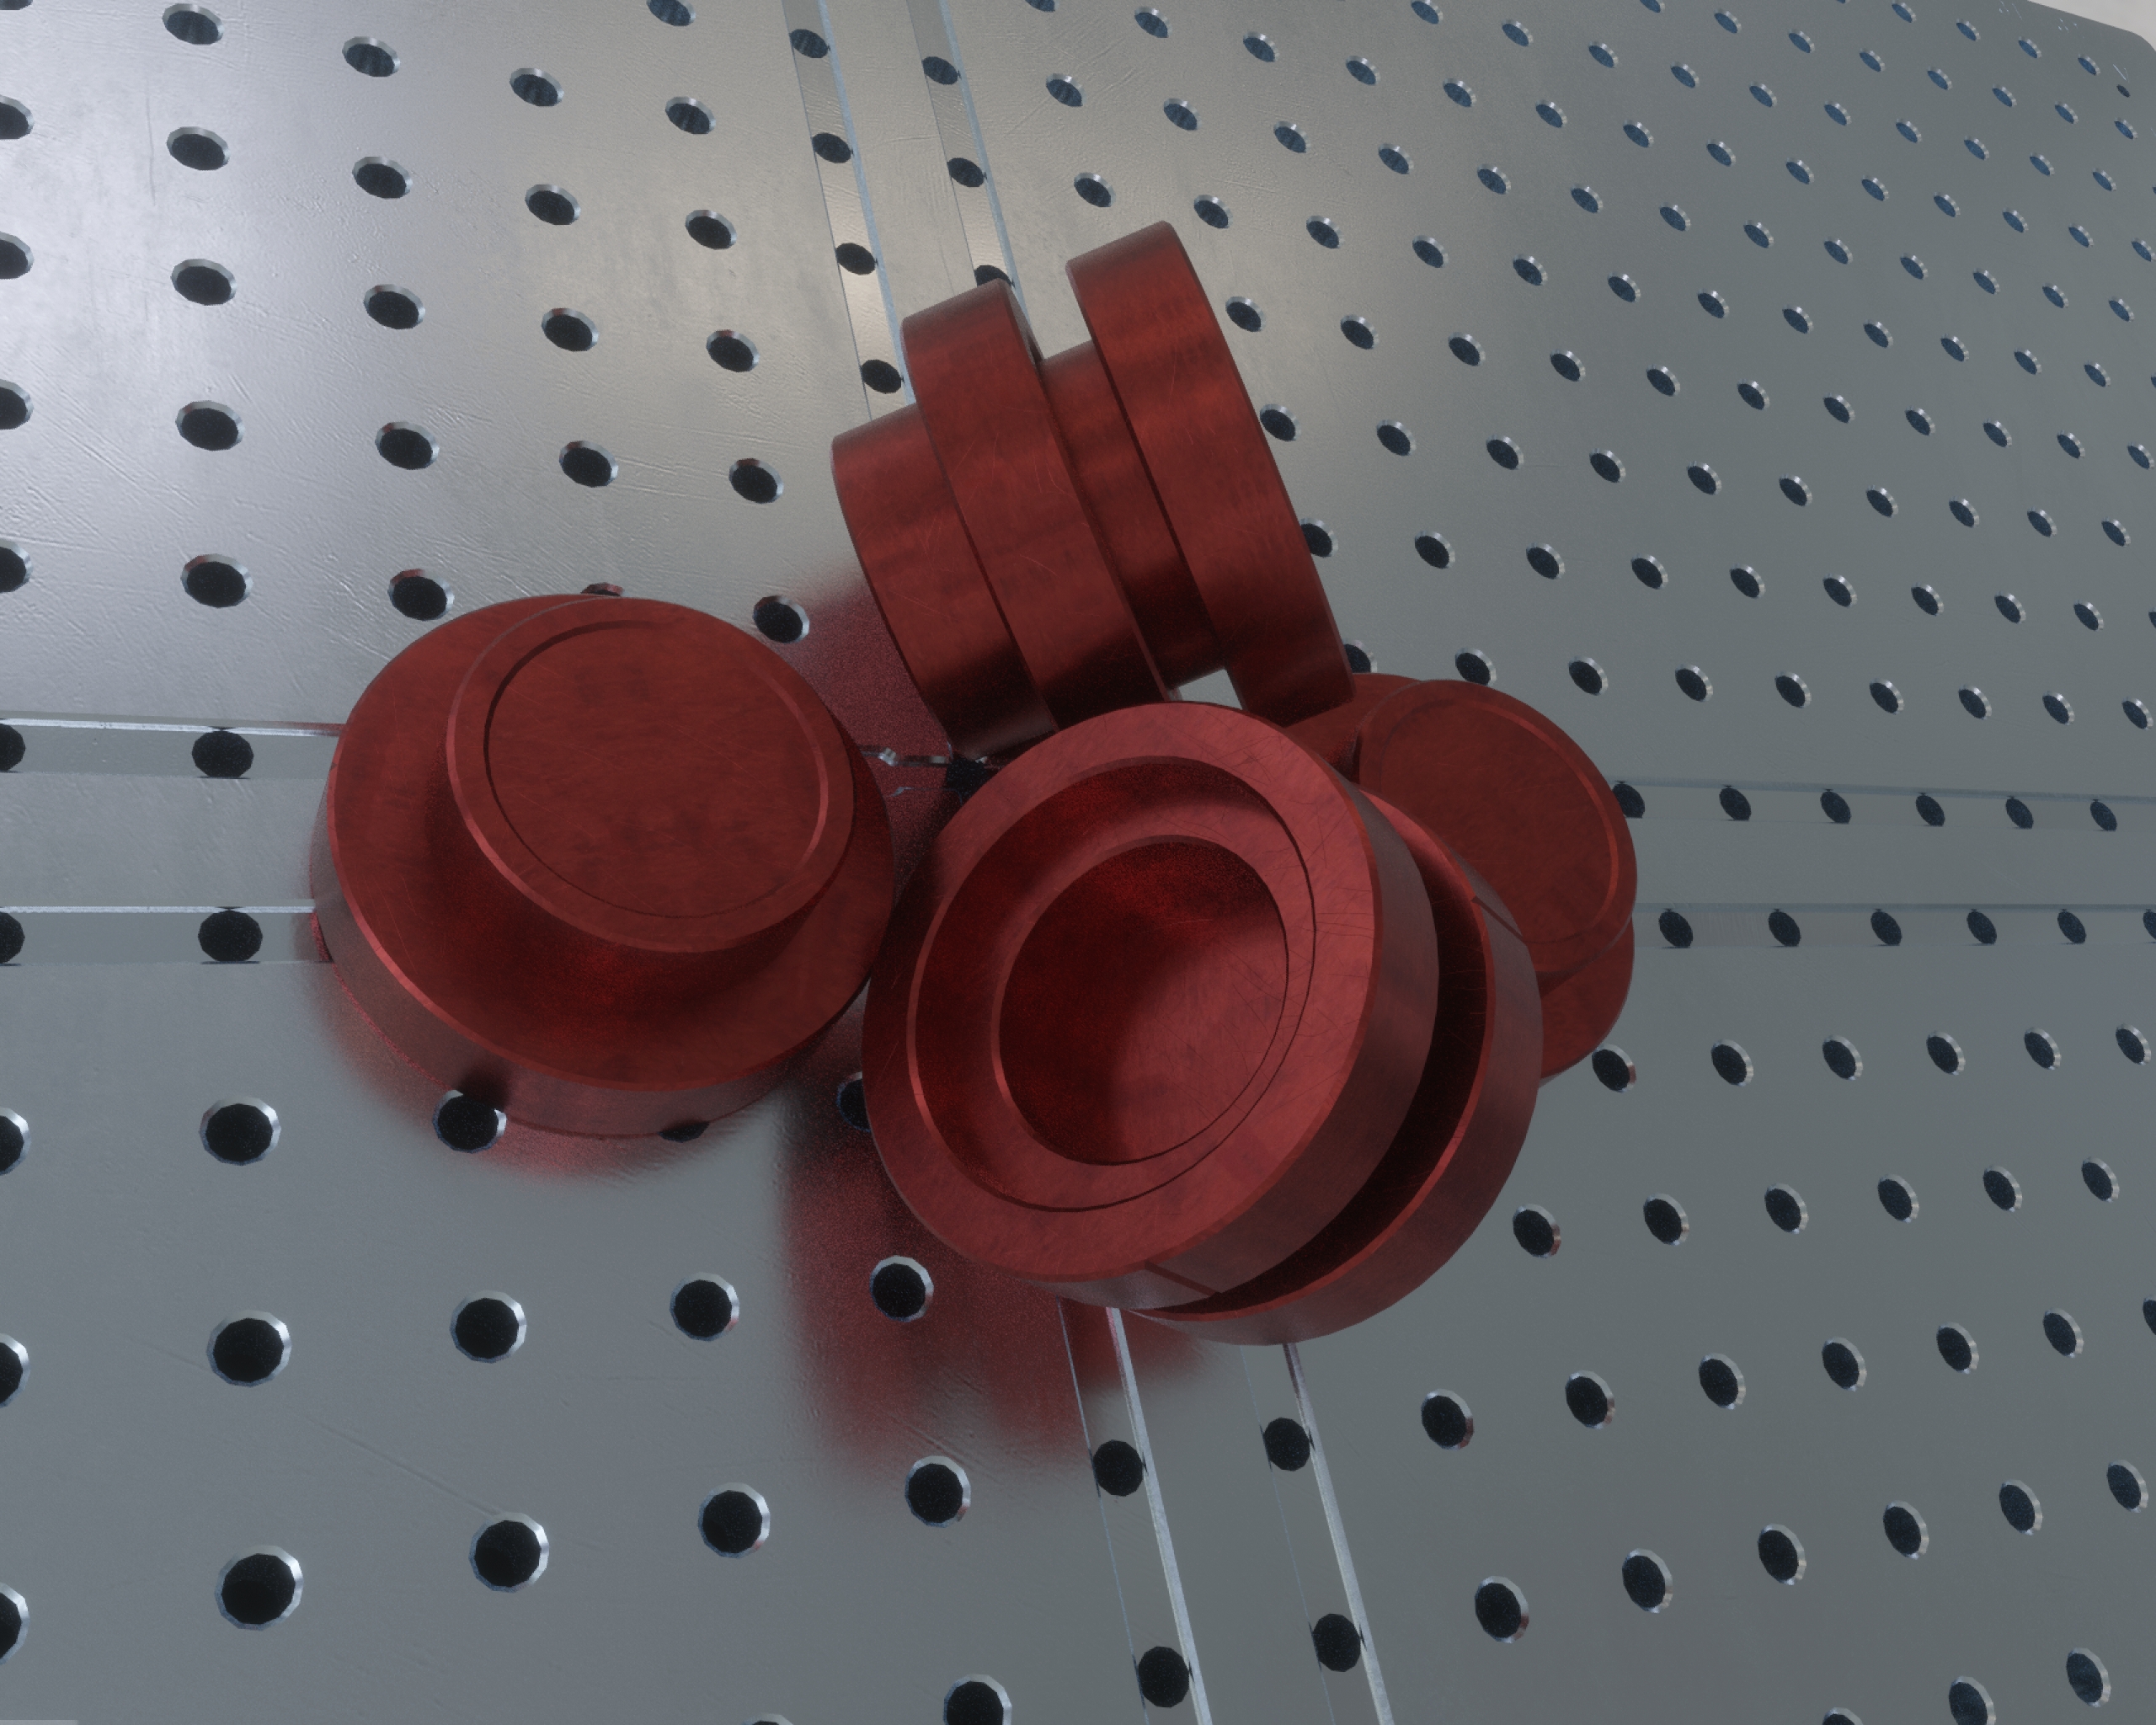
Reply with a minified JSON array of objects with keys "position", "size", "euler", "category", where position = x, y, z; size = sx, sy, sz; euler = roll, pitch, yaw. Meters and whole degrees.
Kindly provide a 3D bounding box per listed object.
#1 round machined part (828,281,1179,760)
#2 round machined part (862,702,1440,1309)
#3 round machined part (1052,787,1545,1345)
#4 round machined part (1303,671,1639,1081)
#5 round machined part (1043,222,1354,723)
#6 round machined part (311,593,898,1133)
[{"position":[-0.015,-0.058,0.403],"size":[0.042,0.098,0.098],"euler":[-22,68,6],"category":"round machined part"},{"position":[0.015,0.026,0.347],"size":[0.042,0.098,0.098],"euler":[34,43,-48],"category":"round machined part"},{"position":[0.037,0.037,0.370],"size":[0.042,0.098,0.098],"euler":[35,43,-48],"category":"round machined part"},{"position":[0.077,0.001,0.438],"size":[0.099,0.042,0.098],"euler":[13,56,-21],"category":"round machined part"},{"position":[0.016,-0.069,0.403],"size":[0.042,0.098,0.098],"euler":[-22,68,6],"category":"round machined part"},{"position":[-0.077,-0.006,0.359],"size":[0.099,0.042,0.098],"euler":[13,56,-21],"category":"round machined part"}]
